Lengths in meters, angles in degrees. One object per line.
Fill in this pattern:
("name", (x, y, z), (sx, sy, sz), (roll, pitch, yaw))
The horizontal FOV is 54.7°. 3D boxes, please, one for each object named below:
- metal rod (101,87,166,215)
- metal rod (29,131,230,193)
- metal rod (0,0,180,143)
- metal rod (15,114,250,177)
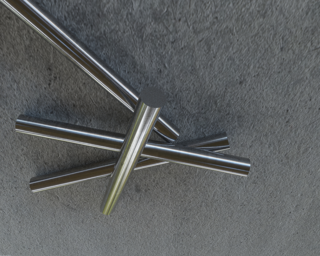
("metal rod", (-0.047, 0.053, 0.404), (0.025, 0.025, 0.298), (13, 144, -11))
("metal rod", (-0.051, 0.052, 0.450), (0.301, 0.025, 0.025), (-14, 129, 11))
("metal rod", (-0.082, -0.075, 0.341), (0.025, 0.025, 0.301), (-34, 123, 25))
("metal rod", (-0.033, 0.023, 0.405), (0.302, 0.025, 0.025), (11, 130, -2))
